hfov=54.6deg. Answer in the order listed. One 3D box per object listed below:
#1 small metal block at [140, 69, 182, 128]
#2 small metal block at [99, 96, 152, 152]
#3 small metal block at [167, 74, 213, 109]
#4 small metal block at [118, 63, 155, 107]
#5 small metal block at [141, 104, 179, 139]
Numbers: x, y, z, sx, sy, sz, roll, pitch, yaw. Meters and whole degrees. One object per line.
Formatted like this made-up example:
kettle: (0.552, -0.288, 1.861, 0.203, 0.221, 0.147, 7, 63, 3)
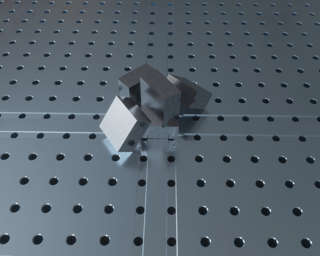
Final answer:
small metal block: (0.000, -0.037, 0.390, 0.025, 0.050, 0.050, -29, 56, -23)
small metal block: (-0.045, -0.005, 0.392, 0.025, 0.050, 0.050, 5, 36, -48)
small metal block: (0.038, -0.050, 0.433, 0.050, 0.025, 0.050, 35, 19, 26)
small metal block: (-0.030, -0.056, 0.438, 0.050, 0.050, 0.025, -34, 58, -25)
small metal block: (-0.001, -0.013, 0.418, 0.050, 0.025, 0.050, 1, 50, -1)
